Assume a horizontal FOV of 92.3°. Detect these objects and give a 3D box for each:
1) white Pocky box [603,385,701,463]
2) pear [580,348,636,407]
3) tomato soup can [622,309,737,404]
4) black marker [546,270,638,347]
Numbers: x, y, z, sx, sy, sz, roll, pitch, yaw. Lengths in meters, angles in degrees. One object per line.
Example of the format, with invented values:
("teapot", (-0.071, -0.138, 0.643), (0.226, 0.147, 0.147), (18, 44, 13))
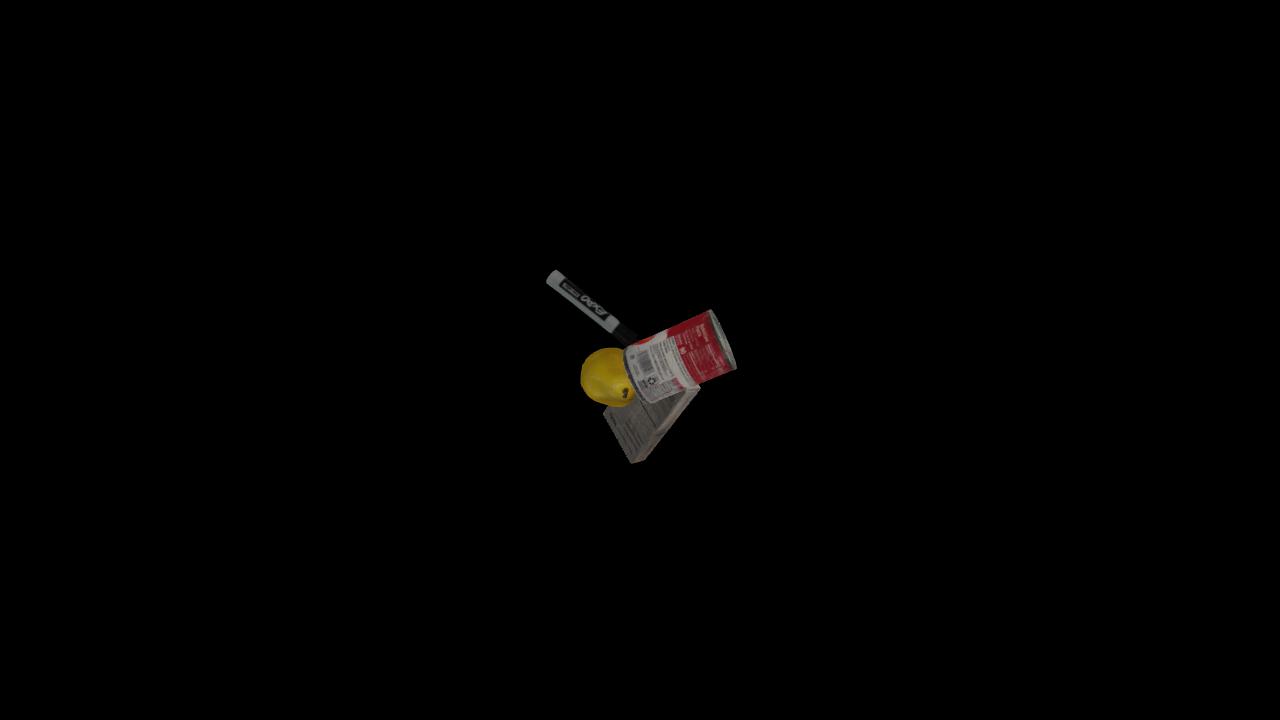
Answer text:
("white Pocky box", (0.010, 0.052, 0.754), (0.028, 0.084, 0.154), (-8, -35, -38))
("pear", (-0.024, 0.026, 0.746), (0.080, 0.080, 0.111), (0, 13, -28))
("tomato soup can", (0.041, -0.001, 0.638), (0.101, 0.068, 0.068), (-24, -6, 14))
("black marker", (-0.051, -0.054, 0.671), (0.121, 0.020, 0.020), (39, 4, 5))
